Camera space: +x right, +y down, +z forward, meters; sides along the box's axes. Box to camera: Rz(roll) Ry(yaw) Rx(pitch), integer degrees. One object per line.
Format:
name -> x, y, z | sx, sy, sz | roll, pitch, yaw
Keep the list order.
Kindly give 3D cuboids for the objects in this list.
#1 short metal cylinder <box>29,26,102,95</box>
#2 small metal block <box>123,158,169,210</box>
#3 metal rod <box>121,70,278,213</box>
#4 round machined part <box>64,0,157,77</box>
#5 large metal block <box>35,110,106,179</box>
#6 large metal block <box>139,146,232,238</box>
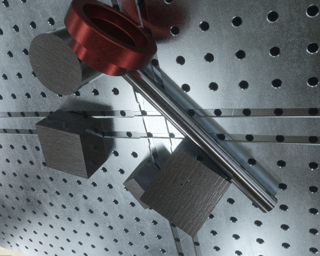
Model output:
short metal cylinder -> -0.120, -0.089, 0.403 | 0.080, 0.050, 0.079 | 13, 124, 21
small metal block -> -0.019, 0.082, 0.455 | 0.025, 0.050, 0.050 | -32, 101, 38
metal rod -> 0.033, -0.004, 0.391 | 0.300, 0.025, 0.025 | 44, 129, -3
round machined part -> -0.055, -0.093, 0.333 | 0.098, 0.098, 0.042 | 38, 119, 2
large metal block -> -0.136, 0.024, 0.482 | 0.080, 0.050, 0.079 | 12, 124, 21
large metal block -> 0.032, 0.079, 0.401 | 0.080, 0.050, 0.080 | 35, 88, 5
